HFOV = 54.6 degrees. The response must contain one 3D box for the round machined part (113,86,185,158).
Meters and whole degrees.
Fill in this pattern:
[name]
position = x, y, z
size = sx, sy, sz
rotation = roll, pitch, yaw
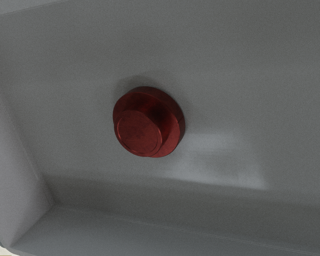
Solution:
[round machined part]
position = -0.020, -0.001, 0.404
size = 0.098, 0.042, 0.097
rotation = 13, 124, 21
